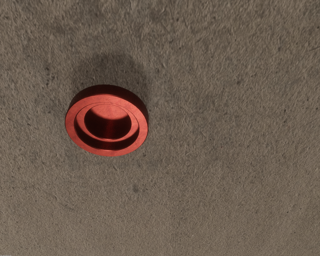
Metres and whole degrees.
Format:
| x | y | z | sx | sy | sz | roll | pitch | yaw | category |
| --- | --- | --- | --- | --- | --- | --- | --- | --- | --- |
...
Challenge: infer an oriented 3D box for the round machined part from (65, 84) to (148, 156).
| x | y | z | sx | sy | sz | roll | pitch | yaw | category |
| --- | --- | --- | --- | --- | --- | --- | --- | --- | --- |
| -0.063 | -0.013 | 0.384 | 0.099 | 0.042 | 0.097 | -1 | 130 | 0 | round machined part |
